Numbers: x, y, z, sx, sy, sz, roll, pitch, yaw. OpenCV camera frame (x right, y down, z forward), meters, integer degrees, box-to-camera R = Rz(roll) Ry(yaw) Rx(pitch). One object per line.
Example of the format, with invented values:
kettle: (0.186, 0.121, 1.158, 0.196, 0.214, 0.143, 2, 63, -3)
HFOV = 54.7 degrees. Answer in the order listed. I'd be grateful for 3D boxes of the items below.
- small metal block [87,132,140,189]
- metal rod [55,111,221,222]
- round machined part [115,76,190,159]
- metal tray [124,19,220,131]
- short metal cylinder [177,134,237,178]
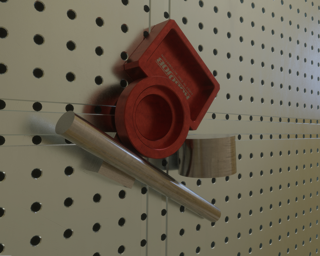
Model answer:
small metal block: (-0.050, 0.039, 0.369, 0.050, 0.025, 0.050, 35, 68, -35)
metal rod: (-0.001, 0.065, 0.384, 0.301, 0.025, 0.025, 39, 66, -43)
round machined part: (-0.013, -0.012, 0.379, 0.099, 0.042, 0.097, 0, 90, -38)
metal tray: (0.023, -0.069, 0.426, 0.130, 0.030, 0.090, 47, 61, -30)
short metal cylinder: (0.064, 0.036, 0.428, 0.081, 0.080, 0.050, -5, 94, -40)
